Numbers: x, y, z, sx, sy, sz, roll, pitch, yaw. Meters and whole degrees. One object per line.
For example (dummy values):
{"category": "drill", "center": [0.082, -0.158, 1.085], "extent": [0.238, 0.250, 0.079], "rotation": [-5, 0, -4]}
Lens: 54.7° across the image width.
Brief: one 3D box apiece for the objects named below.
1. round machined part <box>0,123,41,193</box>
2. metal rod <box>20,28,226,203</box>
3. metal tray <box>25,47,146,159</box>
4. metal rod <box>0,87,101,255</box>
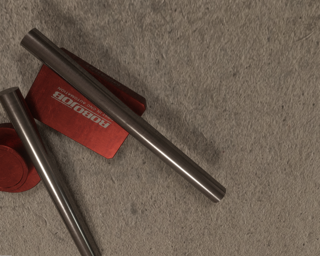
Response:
{"category": "round machined part", "center": [-0.204, 0.045, 0.415], "extent": [0.099, 0.042, 0.097], "rotation": [0, 110, -1]}
{"category": "metal rod", "center": [-0.033, -0.005, 0.374], "extent": [0.300, 0.025, 0.025], "rotation": [40, 105, -14]}
{"category": "metal tray", "center": [-0.094, -0.030, 0.395], "extent": [0.130, 0.030, 0.090], "rotation": [31, 107, -11]}
{"category": "metal rod", "center": [-0.138, 0.086, 0.421], "extent": [0.025, 0.025, 0.298], "rotation": [-14, 117, 4]}
